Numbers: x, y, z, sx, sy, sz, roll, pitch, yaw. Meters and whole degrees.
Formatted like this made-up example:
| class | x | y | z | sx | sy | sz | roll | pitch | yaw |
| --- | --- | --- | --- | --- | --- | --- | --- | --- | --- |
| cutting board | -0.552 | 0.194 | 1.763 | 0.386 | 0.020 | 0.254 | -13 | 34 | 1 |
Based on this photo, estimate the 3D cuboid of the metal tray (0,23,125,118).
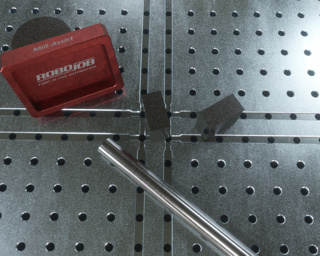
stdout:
| class | x | y | z | sx | sy | sz | roll | pitch | yaw |
| --- | --- | --- | --- | --- | --- | --- | --- | --- | --- |
| metal tray | -0.120 | -0.071 | 0.399 | 0.131 | 0.090 | 0.030 | -20 | 52 | -8 |

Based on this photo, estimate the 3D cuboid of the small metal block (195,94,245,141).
| class | x | y | z | sx | sy | sz | roll | pitch | yaw |
| --- | --- | --- | --- | --- | --- | --- | --- | --- | --- |
| small metal block | 0.076 | -0.013 | 0.404 | 0.050 | 0.050 | 0.025 | -29 | 73 | -10 |

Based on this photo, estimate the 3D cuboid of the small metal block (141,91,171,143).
| class | x | y | z | sx | sy | sz | roll | pitch | yaw |
| --- | --- | --- | --- | --- | --- | --- | --- | --- | --- |
| small metal block | -0.005 | -0.013 | 0.403 | 0.025 | 0.050 | 0.050 | -13 | 71 | -5 |

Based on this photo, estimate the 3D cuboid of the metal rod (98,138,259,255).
| class | x | y | z | sx | sy | sz | roll | pitch | yaw |
| --- | --- | --- | --- | --- | --- | --- | --- | --- | --- |
| metal rod | 0.045 | 0.111 | 0.371 | 0.300 | 0.025 | 0.025 | 37 | 74 | 12 |

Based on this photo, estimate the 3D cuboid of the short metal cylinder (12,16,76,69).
| class | x | y | z | sx | sy | sz | roll | pitch | yaw |
| --- | --- | --- | --- | --- | --- | --- | --- | --- | --- |
| short metal cylinder | -0.157 | -0.108 | 0.436 | 0.081 | 0.050 | 0.080 | 0 | 70 | 0 |
